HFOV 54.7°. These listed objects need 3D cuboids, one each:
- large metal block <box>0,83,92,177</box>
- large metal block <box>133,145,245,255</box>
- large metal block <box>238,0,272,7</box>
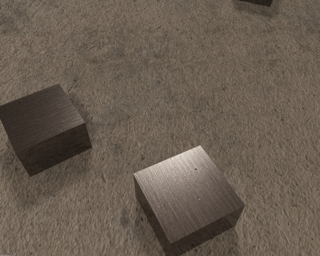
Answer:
[{"bbox_3d":[-0.143,0.000,0.385,0.081,0.050,0.080,-27,55,-21],"label":"large metal block"},{"bbox_3d":[0.027,0.076,0.324,0.081,0.050,0.080,-21,53,-17],"label":"large metal block"},{"bbox_3d":[0.204,-0.302,0.644,0.080,0.050,0.080,19,52,15],"label":"large metal block"}]
